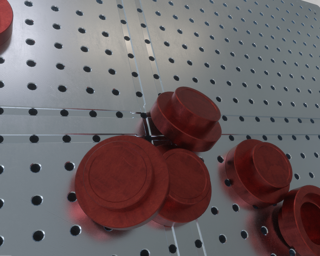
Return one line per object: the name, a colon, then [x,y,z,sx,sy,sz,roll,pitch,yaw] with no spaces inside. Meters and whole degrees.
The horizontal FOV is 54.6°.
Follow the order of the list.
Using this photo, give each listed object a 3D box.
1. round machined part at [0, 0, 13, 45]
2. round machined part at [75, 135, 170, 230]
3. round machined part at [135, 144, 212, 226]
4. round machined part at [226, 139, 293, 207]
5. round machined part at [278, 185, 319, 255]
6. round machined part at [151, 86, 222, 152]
round machined part: [-0.226,-0.141,0.362,0.099,0.042,0.098,13,56,-21]
round machined part: [-0.039,0.052,0.318,0.098,0.042,0.098,-1,66,3]
round machined part: [0.020,0.063,0.369,0.099,0.042,0.098,13,56,-21]
round machined part: [0.147,0.059,0.440,0.099,0.042,0.098,13,56,-21]
round machined part: [0.201,0.131,0.421,0.099,0.042,0.098,14,60,-25]
round machined part: [0.041,-0.018,0.410,0.098,0.042,0.098,22,33,-15]
